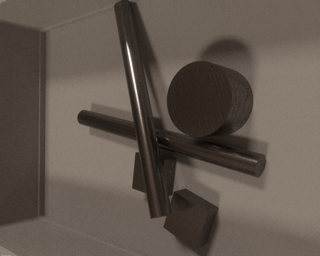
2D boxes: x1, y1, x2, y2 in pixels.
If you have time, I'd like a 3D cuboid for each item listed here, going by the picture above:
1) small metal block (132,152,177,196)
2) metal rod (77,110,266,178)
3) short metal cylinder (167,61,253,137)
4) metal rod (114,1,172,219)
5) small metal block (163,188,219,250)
[{"bbox_3d":[-0.008,0.061,0.412,0.050,0.025,0.050,10,96,39],"label":"small metal block"},{"bbox_3d":[-0.010,0.011,0.413,0.300,0.025,0.025,14,99,38],"label":"metal rod"},{"bbox_3d":[0.055,-0.030,0.344,0.080,0.050,0.079,0,90,39],"label":"short metal cylinder"},{"bbox_3d":[-0.026,-0.038,0.401,0.025,0.025,0.299,-26,66,36],"label":"metal rod"},{"bbox_3d":[0.037,0.109,0.375,0.050,0.025,0.050,25,105,37],"label":"small metal block"}]
